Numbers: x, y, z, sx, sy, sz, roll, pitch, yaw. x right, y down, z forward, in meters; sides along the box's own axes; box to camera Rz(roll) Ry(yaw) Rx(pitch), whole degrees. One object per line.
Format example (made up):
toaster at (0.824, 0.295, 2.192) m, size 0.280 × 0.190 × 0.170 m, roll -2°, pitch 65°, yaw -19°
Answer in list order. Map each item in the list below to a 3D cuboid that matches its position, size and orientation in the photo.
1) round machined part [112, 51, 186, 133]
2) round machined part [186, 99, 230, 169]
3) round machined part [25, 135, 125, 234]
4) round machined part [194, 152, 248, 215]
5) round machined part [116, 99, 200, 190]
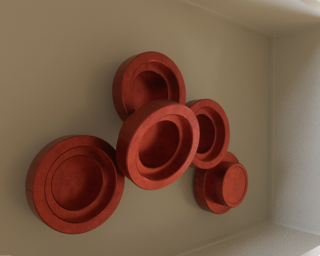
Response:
round machined part at (-0.017, -0.042, 0.383) m, size 0.099 × 0.042 × 0.097 m, roll 0°, pitch 91°, yaw -40°
round machined part at (0.053, 0.008, 0.442) m, size 0.099 × 0.042 × 0.097 m, roll 0°, pitch 90°, yaw -40°
round machined part at (-0.089, 0.055, 0.322) m, size 0.099 × 0.042 × 0.097 m, roll 0°, pitch 90°, yaw -40°
round machined part at (0.100, 0.085, 0.479) m, size 0.099 × 0.042 × 0.097 m, roll -3°, pitch 94°, yaw -42°
round machined part at (-0.006, 0.015, 0.340) m, size 0.099 × 0.042 × 0.097 m, roll -19°, pitch 121°, yaw -34°
